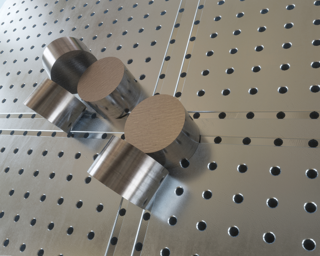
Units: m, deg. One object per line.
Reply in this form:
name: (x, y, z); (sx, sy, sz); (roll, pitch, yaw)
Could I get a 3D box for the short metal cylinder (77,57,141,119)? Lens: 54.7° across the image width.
short metal cylinder: (-0.076, -0.060, 0.469); (0.080, 0.050, 0.080); (-13, 56, 21)

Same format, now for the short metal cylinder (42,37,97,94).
short metal cylinder: (-0.147, -0.103, 0.514); (0.080, 0.080, 0.050); (-40, 51, 1)

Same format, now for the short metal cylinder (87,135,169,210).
short metal cylinder: (-0.036, 0.052, 0.361); (0.080, 0.080, 0.050); (25, 76, 36)

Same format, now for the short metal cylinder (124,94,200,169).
short metal cylinder: (0.003, 0.005, 0.387); (0.080, 0.050, 0.080); (-13, 56, 21)

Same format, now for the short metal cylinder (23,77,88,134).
short metal cylinder: (-0.160, -0.033, 0.478); (0.080, 0.080, 0.050); (25, 76, 37)
